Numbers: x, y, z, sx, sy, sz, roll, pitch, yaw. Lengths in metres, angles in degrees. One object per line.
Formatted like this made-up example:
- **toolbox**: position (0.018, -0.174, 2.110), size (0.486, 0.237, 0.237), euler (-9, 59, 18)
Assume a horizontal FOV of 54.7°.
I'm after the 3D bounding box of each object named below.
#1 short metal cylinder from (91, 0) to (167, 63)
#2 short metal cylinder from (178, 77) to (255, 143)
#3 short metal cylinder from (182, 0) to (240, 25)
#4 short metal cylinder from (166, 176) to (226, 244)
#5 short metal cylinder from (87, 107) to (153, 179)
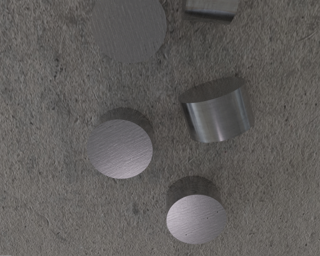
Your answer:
- **short metal cylinder**: position (-0.033, -0.118, 0.353), size (0.081, 0.050, 0.079), euler (0, 110, 0)
- **short metal cylinder**: position (0.068, -0.023, 0.372), size (0.080, 0.080, 0.050), euler (-17, 109, 6)
- **short metal cylinder**: position (0.053, -0.152, 0.325), size (0.050, 0.080, 0.079), euler (5, 110, -2)
- **short metal cylinder**: position (0.049, 0.115, 0.439), size (0.081, 0.050, 0.079), euler (0, 110, 0)
- **short metal cylinder**: position (-0.049, 0.018, 0.403), size (0.081, 0.050, 0.079), euler (0, 110, 0)
